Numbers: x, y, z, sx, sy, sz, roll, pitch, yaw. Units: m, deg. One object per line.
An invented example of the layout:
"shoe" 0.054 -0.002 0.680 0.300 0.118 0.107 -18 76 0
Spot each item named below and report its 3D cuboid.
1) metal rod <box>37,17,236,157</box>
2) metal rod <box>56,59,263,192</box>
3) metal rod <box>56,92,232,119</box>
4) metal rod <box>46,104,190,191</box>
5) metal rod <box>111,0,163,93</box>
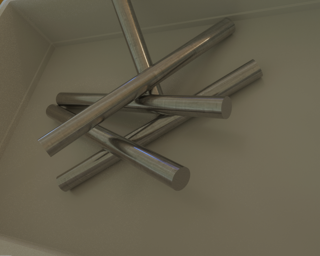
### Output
"metal rod" -0.016 -0.062 0.398 0.301 0.025 0.025 -36 49 -18
"metal rod" -0.006 0.001 0.407 0.300 0.025 0.025 -31 52 8
"metal rod" -0.046 -0.035 0.426 0.300 0.025 0.025 6 65 38
"metal rod" -0.078 0.011 0.408 0.300 0.025 0.025 21 73 45
"metal rod" -0.052 -0.170 0.424 0.025 0.025 0.298 -19 91 17
